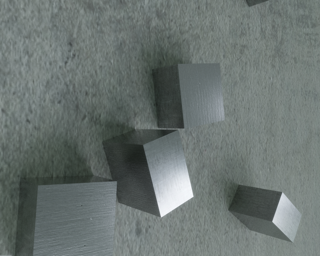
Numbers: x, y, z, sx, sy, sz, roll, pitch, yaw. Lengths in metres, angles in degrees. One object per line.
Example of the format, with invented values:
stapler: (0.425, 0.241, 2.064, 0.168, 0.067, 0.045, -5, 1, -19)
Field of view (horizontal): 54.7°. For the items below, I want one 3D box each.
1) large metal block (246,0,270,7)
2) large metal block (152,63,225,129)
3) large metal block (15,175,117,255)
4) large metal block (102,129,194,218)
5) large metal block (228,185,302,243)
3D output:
large metal block: (0.176, -0.275, 0.539, 0.080, 0.050, 0.080, 51, 60, -28)
large metal block: (0.040, -0.045, 0.424, 0.081, 0.050, 0.079, -11, 97, -40)
large metal block: (-0.093, 0.092, 0.312, 0.081, 0.050, 0.080, 5, 87, -40)
large metal block: (-0.015, 0.047, 0.358, 0.050, 0.080, 0.079, -22, 104, -38)
large metal block: (0.177, 0.143, 0.521, 0.080, 0.080, 0.050, 44, 63, -32)
